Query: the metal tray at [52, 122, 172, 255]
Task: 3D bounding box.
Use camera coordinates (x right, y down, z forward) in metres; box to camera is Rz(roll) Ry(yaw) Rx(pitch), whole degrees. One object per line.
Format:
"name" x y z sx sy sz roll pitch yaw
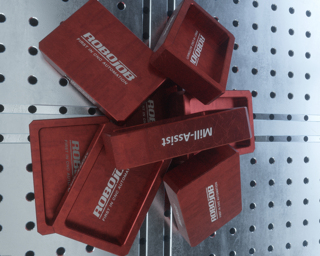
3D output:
"metal tray" -0.053 0.069 0.358 0.090 0.030 0.130 28 81 -18

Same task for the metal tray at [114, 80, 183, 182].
"metal tray" -0.012 0.000 0.405 0.091 0.030 0.129 -5 90 -22

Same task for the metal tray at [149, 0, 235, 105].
"metal tray" 0.047 -0.101 0.391 0.090 0.030 0.130 35 46 -16

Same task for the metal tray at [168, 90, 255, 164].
"metal tray" 0.074 -0.005 0.417 0.131 0.030 0.090 -5 92 -37

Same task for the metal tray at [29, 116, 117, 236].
"metal tray" -0.103 0.053 0.372 0.091 0.030 0.129 -5 91 -21

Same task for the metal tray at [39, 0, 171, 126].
"metal tray" -0.063 -0.077 0.369 0.130 0.030 0.090 43 76 1

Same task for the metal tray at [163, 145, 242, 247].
"metal tray" 0.060 0.087 0.396 0.090 0.030 0.129 -30 133 -17

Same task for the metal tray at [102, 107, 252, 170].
"metal tray" 0.012 0.007 0.314 0.131 0.090 0.030 -12 94 -15
